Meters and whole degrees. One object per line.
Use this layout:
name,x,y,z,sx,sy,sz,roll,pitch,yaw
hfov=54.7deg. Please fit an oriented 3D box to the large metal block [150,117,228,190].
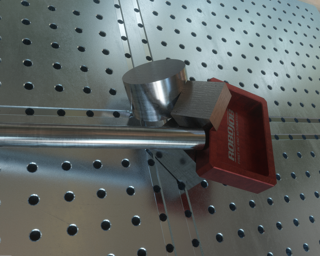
large metal block,0.042,0.019,0.403,0.080,0.050,0.080,46,51,3

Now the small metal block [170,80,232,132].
small metal block,0.048,-0.027,0.359,0.025,0.050,0.050,50,58,-46

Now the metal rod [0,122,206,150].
metal rod,-0.099,0.008,0.313,0.302,0.025,0.025,2,60,-15

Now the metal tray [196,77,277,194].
metal tray,0.093,0.007,0.385,0.091,0.030,0.130,19,54,-17

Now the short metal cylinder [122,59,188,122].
short metal cylinder,-0.002,-0.050,0.396,0.080,0.080,0.050,-40,128,-39
